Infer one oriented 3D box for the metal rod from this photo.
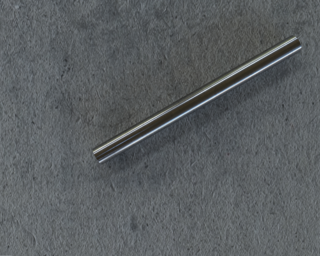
[{"bbox_3d":[0.048,-0.037,0.410,0.301,0.025,0.025,-30,90,0],"label":"metal rod"}]
